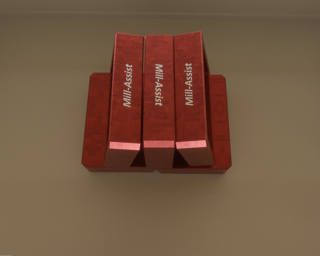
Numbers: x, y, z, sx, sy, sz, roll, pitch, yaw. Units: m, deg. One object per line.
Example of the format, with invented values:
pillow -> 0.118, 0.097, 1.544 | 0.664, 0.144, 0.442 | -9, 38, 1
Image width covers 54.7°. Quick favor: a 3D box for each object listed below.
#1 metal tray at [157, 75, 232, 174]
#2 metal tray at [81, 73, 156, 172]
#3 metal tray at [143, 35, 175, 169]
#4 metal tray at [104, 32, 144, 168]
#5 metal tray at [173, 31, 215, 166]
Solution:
metal tray -> 0.042, -0.007, 0.408 | 0.091, 0.030, 0.130 | 1, 70, 0
metal tray -> -0.049, -0.009, 0.407 | 0.091, 0.030, 0.130 | 1, 70, 0
metal tray -> -0.001, -0.027, 0.350 | 0.030, 0.090, 0.130 | 0, 68, 0
metal tray -> -0.042, -0.028, 0.348 | 0.030, 0.090, 0.130 | 5, 70, -12
metal tray -> 0.040, -0.029, 0.350 | 0.030, 0.090, 0.130 | -5, 70, 14
